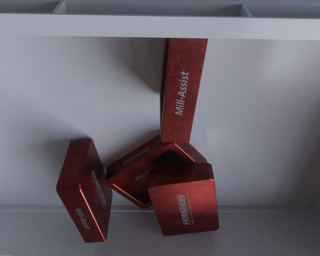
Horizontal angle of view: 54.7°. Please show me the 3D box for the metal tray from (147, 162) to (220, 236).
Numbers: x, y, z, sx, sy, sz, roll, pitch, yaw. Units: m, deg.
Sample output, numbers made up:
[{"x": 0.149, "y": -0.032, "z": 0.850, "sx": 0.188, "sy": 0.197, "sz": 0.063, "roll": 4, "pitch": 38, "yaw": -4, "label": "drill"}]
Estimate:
[{"x": 0.038, "y": 0.110, "z": 0.460, "sx": 0.090, "sy": 0.030, "sz": 0.129, "roll": -9, "pitch": 131, "yaw": 6, "label": "metal tray"}]

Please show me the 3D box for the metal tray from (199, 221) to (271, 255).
[{"x": 0.144, "y": 0.238, "z": 0.613, "sx": 0.091, "sy": 0.030, "sz": 0.129, "roll": 15, "pitch": 129, "yaw": -13, "label": "metal tray"}]

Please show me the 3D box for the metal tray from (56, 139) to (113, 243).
[{"x": -0.102, "y": 0.091, "z": 0.442, "sx": 0.030, "sy": 0.090, "sz": 0.129, "roll": -6, "pitch": 130, "yaw": 5, "label": "metal tray"}]

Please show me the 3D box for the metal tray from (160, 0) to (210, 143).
[{"x": 0.019, "y": -0.059, "z": 0.316, "sx": 0.030, "sy": 0.090, "sz": 0.129, "roll": 3, "pitch": 130, "yaw": -3, "label": "metal tray"}]

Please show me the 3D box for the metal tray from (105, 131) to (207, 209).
[{"x": -0.005, "y": 0.065, "z": 0.461, "sx": 0.130, "sy": 0.030, "sz": 0.090, "roll": -32, "pitch": 124, "yaw": 24, "label": "metal tray"}]
